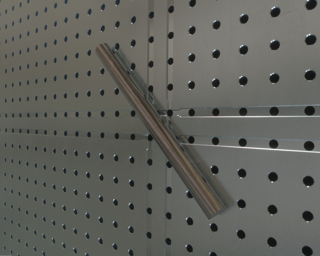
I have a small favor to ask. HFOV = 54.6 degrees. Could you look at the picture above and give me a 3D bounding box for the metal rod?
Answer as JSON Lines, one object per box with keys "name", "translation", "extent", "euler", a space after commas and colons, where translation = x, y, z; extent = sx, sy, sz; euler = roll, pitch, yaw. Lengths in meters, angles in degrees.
{"name": "metal rod", "translation": [-0.012, -0.012, 0.421], "extent": [0.025, 0.025, 0.299], "euler": [-50, 61, 28]}
